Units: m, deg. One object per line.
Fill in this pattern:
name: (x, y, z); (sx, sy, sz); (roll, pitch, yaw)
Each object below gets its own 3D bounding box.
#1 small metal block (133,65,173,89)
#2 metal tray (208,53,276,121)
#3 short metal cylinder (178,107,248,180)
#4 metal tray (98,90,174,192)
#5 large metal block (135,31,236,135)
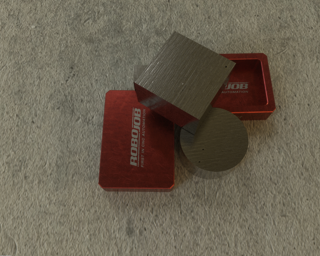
small metal block: (-0.008, -0.061, 0.418); (0.050, 0.050, 0.025); (1, 70, 0)
metal tray: (0.084, -0.056, 0.428); (0.131, 0.030, 0.090); (-1, 70, -1)
short metal cylinder: (0.064, 0.021, 0.389); (0.080, 0.050, 0.080); (0, 70, 0)
metal tray: (-0.027, 0.016, 0.402); (0.091, 0.030, 0.130); (1, 70, 0)
large metal block: (0.029, -0.052, 0.361); (0.080, 0.050, 0.080); (31, 73, 10)
